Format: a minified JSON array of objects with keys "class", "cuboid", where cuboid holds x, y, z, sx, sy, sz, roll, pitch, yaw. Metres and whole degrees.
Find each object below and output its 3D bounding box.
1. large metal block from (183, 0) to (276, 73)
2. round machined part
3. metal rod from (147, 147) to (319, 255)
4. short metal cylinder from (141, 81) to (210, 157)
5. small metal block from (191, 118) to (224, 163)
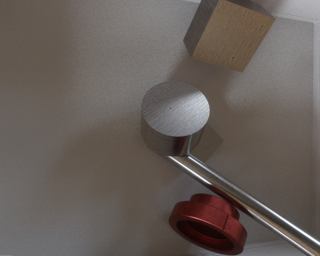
[{"class":"large metal block","cuboid":[0.088,-0.129,0.409,0.081,0.050,0.079,11,128,-20]},{"class":"round machined part","cuboid":[0.064,0.121,0.401,0.098,0.098,0.042,40,56,-16]},{"class":"metal rod","cuboid":[0.114,0.098,0.391,0.301,0.025,0.025,34,78,7]},{"class":"short metal cylinder","cuboid":[0.017,-0.011,0.385,0.081,0.050,0.080,2,58,-3]},{"class":"small metal block","cuboid":[0.051,0.018,0.431,0.050,0.025,0.050,-47,105,-14]}]
